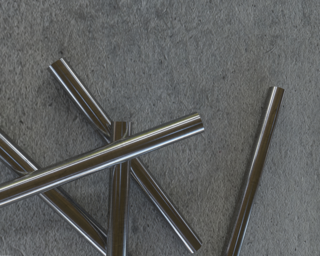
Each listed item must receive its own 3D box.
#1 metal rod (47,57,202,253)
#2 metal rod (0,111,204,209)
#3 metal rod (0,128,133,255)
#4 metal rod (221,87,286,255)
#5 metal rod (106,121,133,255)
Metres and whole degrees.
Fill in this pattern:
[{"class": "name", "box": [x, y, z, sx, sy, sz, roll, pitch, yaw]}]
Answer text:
[{"class": "metal rod", "box": [-0.037, 0.043, 0.395, 0.025, 0.025, 0.299, -39, 103, -16]}, {"class": "metal rod", "box": [-0.097, 0.045, 0.334, 0.302, 0.025, 0.025, -20, 97, -4]}, {"class": "metal rod", "box": [-0.095, 0.113, 0.374, 0.025, 0.025, 0.300, -45, 104, -14]}, {"class": "metal rod", "box": [0.134, 0.082, 0.458, 0.025, 0.025, 0.299, 20, 83, -19]}, {"class": "metal rod", "box": [-0.050, 0.142, 0.362, 0.025, 0.025, 0.298, 2, 89, -20]}]
